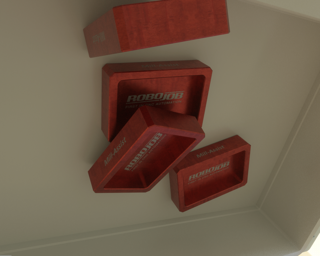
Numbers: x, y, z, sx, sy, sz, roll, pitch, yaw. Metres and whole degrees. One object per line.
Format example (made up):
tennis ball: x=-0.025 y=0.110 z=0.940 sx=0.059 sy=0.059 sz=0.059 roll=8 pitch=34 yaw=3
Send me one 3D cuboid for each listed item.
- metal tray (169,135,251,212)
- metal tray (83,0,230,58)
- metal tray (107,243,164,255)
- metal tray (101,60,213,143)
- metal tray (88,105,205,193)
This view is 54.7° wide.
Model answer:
metal tray: x=0.081 y=0.072 z=0.496 sx=0.131 sy=0.030 sz=0.089 roll=-18 pitch=126 yaw=-18
metal tray: x=-0.011 y=-0.088 z=0.279 sx=0.091 sy=0.130 sz=0.030 roll=-16 pitch=106 yaw=-20
metal tray: x=-0.053 y=0.228 z=0.479 sx=0.131 sy=0.090 sz=0.030 roll=-7 pitch=98 yaw=-25
metal tray: x=-0.004 y=-0.034 z=0.383 sx=0.131 sy=0.030 sz=0.089 roll=-8 pitch=122 yaw=-25
metal tray: x=-0.018 y=0.033 z=0.383 sx=0.091 sy=0.030 sz=0.129 roll=10 pitch=133 yaw=-42
